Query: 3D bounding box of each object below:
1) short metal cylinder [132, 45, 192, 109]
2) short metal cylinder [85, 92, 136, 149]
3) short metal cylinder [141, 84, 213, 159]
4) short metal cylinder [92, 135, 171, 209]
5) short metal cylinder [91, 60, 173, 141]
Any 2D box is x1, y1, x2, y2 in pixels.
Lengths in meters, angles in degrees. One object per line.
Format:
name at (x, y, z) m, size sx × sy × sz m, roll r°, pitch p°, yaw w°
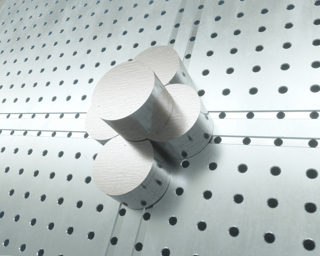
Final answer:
short metal cylinder at (-0.002, -0.068, 0.434) m, size 0.080 × 0.050 × 0.080 m, roll -12°, pitch 57°, yaw 20°
short metal cylinder at (-0.055, -0.008, 0.426) m, size 0.080 × 0.050 × 0.080 m, roll -13°, pitch 56°, yaw 21°
short metal cylinder at (0.020, -0.008, 0.386) m, size 0.080 × 0.050 × 0.080 m, roll -13°, pitch 56°, yaw 21°
short metal cylinder at (-0.034, 0.052, 0.377) m, size 0.080 × 0.050 × 0.080 m, roll -13°, pitch 54°, yaw 20°
short metal cylinder at (-0.032, -0.032, 0.363) m, size 0.080 × 0.050 × 0.080 m, roll -13°, pitch 56°, yaw 21°
